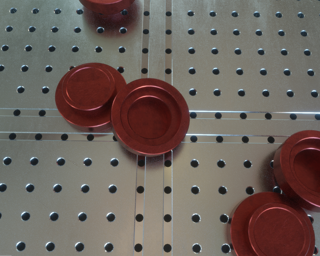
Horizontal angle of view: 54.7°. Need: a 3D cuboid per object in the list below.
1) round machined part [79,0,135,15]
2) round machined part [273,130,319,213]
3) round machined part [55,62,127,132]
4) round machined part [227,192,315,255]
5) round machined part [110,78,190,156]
[{"bbox_3d":[-0.081,-0.217,0.481,0.099,0.042,0.098,0,70,-1],"label":"round machined part"},{"bbox_3d":[0.186,0.055,0.380,0.099,0.042,0.098,3,62,-5],"label":"round machined part"},{"bbox_3d":[-0.093,-0.047,0.419,0.099,0.042,0.098,0,70,-1],"label":"round machined part"},{"bbox_3d":[0.131,0.123,0.359,0.099,0.042,0.098,0,70,-1],"label":"round machined part"},{"bbox_3d":[-0.015,-0.011,0.399,0.099,0.042,0.098,3,76,-13],"label":"round machined part"}]
